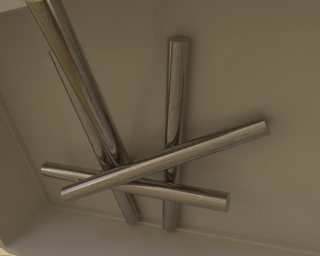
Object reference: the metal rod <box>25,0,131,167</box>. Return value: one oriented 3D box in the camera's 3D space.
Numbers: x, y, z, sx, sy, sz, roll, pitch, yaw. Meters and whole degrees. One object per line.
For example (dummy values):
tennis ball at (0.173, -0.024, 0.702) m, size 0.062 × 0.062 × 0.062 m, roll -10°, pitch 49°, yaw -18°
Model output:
metal rod at (-0.071, -0.019, 0.355) m, size 0.025 × 0.025 × 0.299 m, roll 16°, pitch 150°, yaw 19°

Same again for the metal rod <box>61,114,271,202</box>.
metal rod at (-0.010, 0.047, 0.401) m, size 0.300 × 0.025 × 0.025 m, roll -22°, pitch 107°, yaw 23°

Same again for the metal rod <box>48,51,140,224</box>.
metal rod at (-0.091, 0.024, 0.469) m, size 0.025 × 0.025 × 0.298 m, roll -6°, pitch 116°, yaw 30°

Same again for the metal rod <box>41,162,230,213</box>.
metal rod at (-0.051, 0.080, 0.449) m, size 0.301 × 0.025 × 0.025 m, roll 5°, pitch 121°, yaw 25°

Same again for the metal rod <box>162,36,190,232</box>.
metal rod at (0.018, 0.029, 0.415) m, size 0.025 × 0.025 × 0.298 m, roll 14°, pitch 124°, yaw 20°
